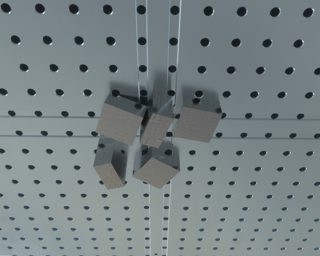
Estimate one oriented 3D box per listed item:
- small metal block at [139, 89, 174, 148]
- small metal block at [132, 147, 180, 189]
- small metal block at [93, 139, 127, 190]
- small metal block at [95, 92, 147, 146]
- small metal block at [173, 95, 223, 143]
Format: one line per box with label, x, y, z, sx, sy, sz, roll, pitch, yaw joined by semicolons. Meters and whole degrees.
small metal block;-0.005;-0.012;0.385;0.025;0.050;0.050;15;128;-13
small metal block;-0.006;0.059;0.462;0.050;0.025;0.050;29;124;-22
small metal block;-0.068;0.050;0.437;0.025;0.050;0.050;-12;129;10
small metal block;-0.050;-0.011;0.397;0.050;0.025;0.050;21;128;-5
small metal block;0.047;-0.011;0.403;0.050;0.025;0.050;10;129;-9
